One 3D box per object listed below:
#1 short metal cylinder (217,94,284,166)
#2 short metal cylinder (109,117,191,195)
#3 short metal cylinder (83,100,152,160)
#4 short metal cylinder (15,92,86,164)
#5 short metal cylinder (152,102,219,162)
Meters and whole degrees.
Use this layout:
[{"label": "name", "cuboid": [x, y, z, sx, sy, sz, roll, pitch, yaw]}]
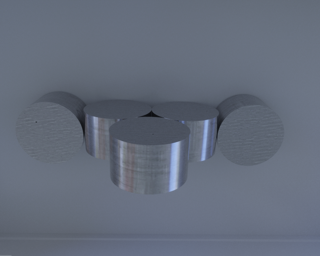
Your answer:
[{"label": "short metal cylinder", "cuboid": [0.110, 0.002, 0.398, 0.081, 0.050, 0.079, 0, 110, 0]}, {"label": "short metal cylinder", "cuboid": [-0.011, 0.025, 0.316, 0.081, 0.080, 0.050, 2, 110, -1]}, {"label": "short metal cylinder", "cuboid": [-0.051, 0.000, 0.379, 0.081, 0.080, 0.050, 2, 110, -1]}, {"label": "short metal cylinder", "cuboid": [-0.132, -0.002, 0.394, 0.081, 0.050, 0.079, 0, 110, 0]}, {"label": "short metal cylinder", "cuboid": [0.030, 0.002, 0.381, 0.081, 0.080, 0.050, 2, 110, -1]}]
